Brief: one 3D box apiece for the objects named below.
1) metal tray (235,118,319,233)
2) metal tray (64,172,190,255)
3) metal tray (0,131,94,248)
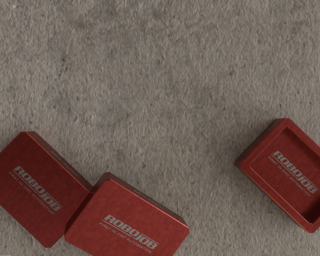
[{"bbox_3d":[0.177,0.061,0.409,0.130,0.030,0.090,44,90,-1],"label":"metal tray"},{"bbox_3d":[-0.040,0.127,0.391,0.130,0.030,0.090,36,90,-15],"label":"metal tray"},{"bbox_3d":[-0.157,0.078,0.405,0.130,0.030,0.090,44,90,-1],"label":"metal tray"}]
